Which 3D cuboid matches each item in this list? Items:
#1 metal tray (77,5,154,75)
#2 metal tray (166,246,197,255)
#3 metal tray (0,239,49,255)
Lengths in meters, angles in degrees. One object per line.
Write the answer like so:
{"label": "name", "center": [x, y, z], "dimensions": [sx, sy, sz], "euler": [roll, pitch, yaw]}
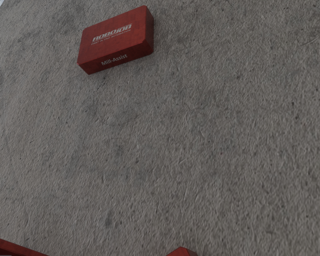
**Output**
{"label": "metal tray", "center": [-0.076, -0.151, 0.533], "dimensions": [0.130, 0.030, 0.090], "euler": [-13, 56, 20]}
{"label": "metal tray", "center": [-0.006, 0.186, 0.290], "dimensions": [0.130, 0.030, 0.090], "euler": [-34, 51, 5]}
{"label": "metal tray", "center": [-0.192, 0.163, 0.326], "dimensions": [0.030, 0.131, 0.090], "euler": [-53, 18, 36]}
